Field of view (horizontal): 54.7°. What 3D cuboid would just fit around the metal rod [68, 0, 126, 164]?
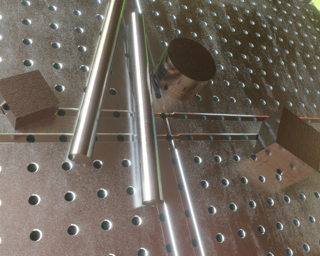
[{"bbox_3d":[-0.077,-0.091,0.422,0.025,0.025,0.300,18,55,-19],"label":"metal rod"}]

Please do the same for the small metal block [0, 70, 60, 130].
[{"bbox_3d":[-0.150,-0.033,0.348,0.050,0.025,0.050,-27,77,-37],"label":"small metal block"}]

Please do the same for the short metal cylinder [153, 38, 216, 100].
[{"bbox_3d":[0.037,-0.089,0.468,0.081,0.050,0.080,14,56,-21],"label":"short metal cylinder"}]

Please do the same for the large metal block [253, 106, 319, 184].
[{"bbox_3d":[0.202,0.027,0.487,0.080,0.050,0.080,34,51,-6],"label":"large metal block"}]

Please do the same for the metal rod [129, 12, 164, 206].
[{"bbox_3d":[-0.023,-0.045,0.424,0.025,0.025,0.299,8,58,-25],"label":"metal rod"}]
